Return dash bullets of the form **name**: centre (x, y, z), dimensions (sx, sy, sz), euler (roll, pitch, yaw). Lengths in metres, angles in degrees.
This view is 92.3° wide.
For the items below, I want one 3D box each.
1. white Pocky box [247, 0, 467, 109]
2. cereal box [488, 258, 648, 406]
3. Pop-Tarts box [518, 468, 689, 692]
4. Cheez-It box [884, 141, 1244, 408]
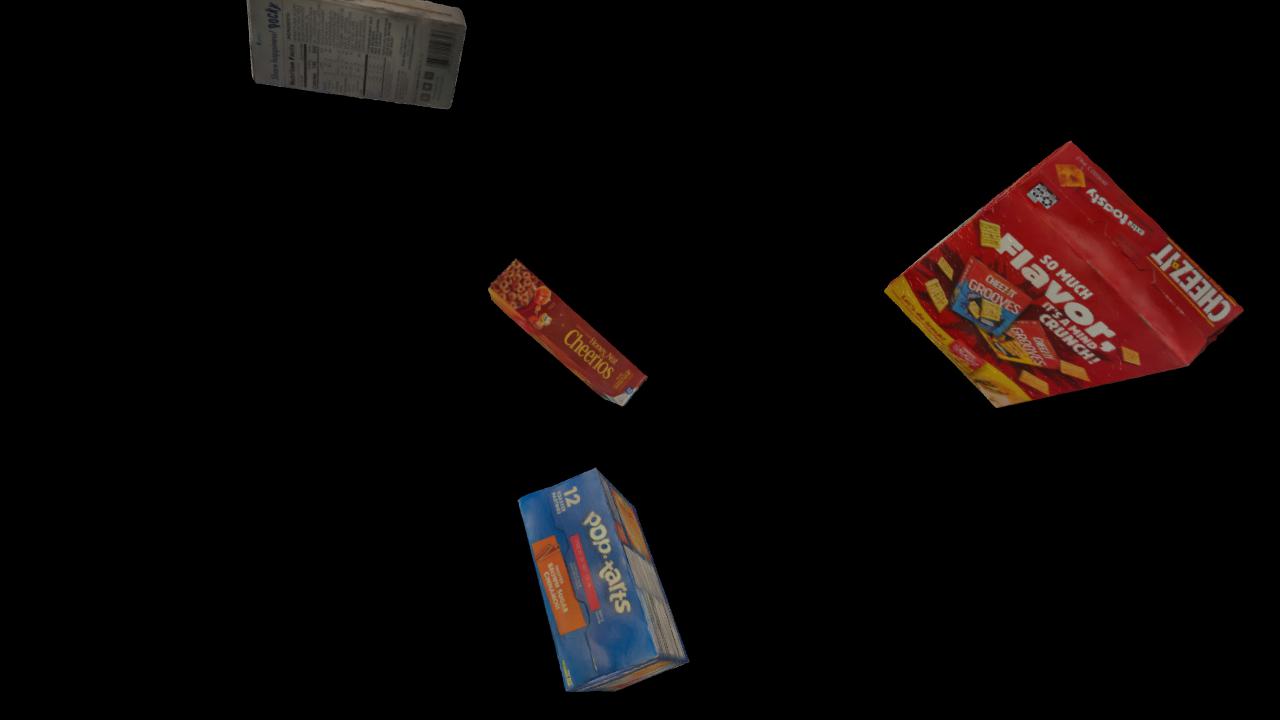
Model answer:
- **white Pocky box**: centre (-0.224, -0.252, 0.494), dimensions (0.154, 0.028, 0.084), euler (-5, -29, -31)
- **cereal box**: centre (-0.137, -0.043, 1.123), dimensions (0.306, 0.081, 0.203), euler (43, -8, -10)
- **Pop-Tarts box**: centre (-0.032, 0.207, 0.571), dimensions (0.083, 0.167, 0.141), euler (-24, -31, 2)
- **Cheez-It box**: centre (0.330, -0.054, 0.525), dimensions (0.071, 0.166, 0.223), euler (-39, -9, -9)
